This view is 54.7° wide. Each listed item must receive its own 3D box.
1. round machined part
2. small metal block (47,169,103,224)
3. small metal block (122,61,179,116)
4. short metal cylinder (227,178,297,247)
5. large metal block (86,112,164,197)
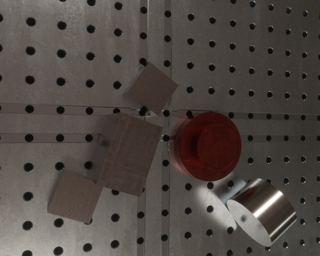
[{"bbox_3d":[0.073,0.026,0.432,0.099,0.042,0.097,0,90,-21],"label":"round machined part"},{"bbox_3d":[-0.102,0.082,0.376,0.050,0.025,0.050,23,82,-19],"label":"small metal block"},{"bbox_3d":[-0.012,-0.050,0.409,0.050,0.025,0.050,37,78,-17],"label":"small metal block"},{"bbox_3d":[0.142,0.118,0.438,0.050,0.080,0.080,-36,102,-17],"label":"short metal cylinder"},{"bbox_3d":[-0.045,0.029,0.368,0.050,0.080,0.080,21,83,-19],"label":"large metal block"}]
